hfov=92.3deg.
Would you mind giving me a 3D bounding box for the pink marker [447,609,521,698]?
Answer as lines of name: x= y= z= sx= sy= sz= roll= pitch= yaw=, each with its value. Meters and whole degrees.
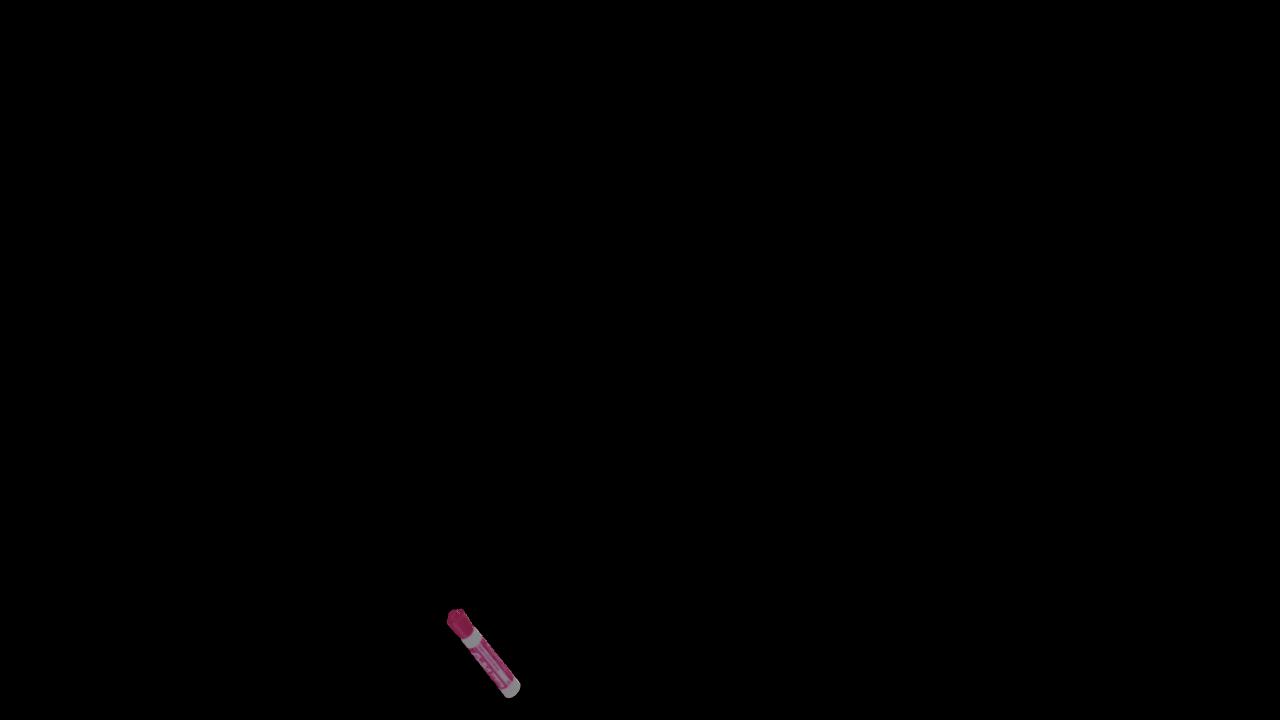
pink marker: x=-0.155 y=0.290 z=0.608 sx=0.020 sy=0.121 sz=0.020 roll=-21 pitch=25 yaw=10
